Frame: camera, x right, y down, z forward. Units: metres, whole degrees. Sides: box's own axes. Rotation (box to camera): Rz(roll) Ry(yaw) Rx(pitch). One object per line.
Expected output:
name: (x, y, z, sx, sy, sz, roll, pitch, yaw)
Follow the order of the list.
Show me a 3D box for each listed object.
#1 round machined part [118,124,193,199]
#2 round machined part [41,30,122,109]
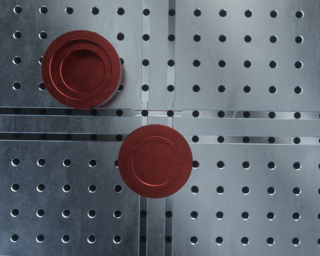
round machined part: (-0.006, 0.044, 0.405, 0.099, 0.042, 0.097, 0, 90, 0)
round machined part: (-0.098, -0.073, 0.404, 0.099, 0.042, 0.097, 0, 90, 0)
